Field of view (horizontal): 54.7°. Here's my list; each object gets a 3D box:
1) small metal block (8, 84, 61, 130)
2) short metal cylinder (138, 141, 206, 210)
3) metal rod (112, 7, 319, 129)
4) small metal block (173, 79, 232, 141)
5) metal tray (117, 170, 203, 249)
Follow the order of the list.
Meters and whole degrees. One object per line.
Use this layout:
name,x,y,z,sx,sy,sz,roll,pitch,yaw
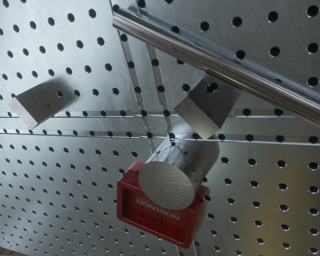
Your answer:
small metal block,-0.192,-0.033,0.476,0.025,0.050,0.050,-32,101,38
short metal cylinder,0.017,0.065,0.426,0.080,0.050,0.079,13,124,21
metal rod,0.083,-0.057,0.332,0.301,0.025,0.025,28,128,10
small metal block,0.050,-0.022,0.355,0.050,0.050,0.025,45,129,-3
metal tray,-0.005,0.128,0.489,0.130,0.030,0.089,18,126,17
